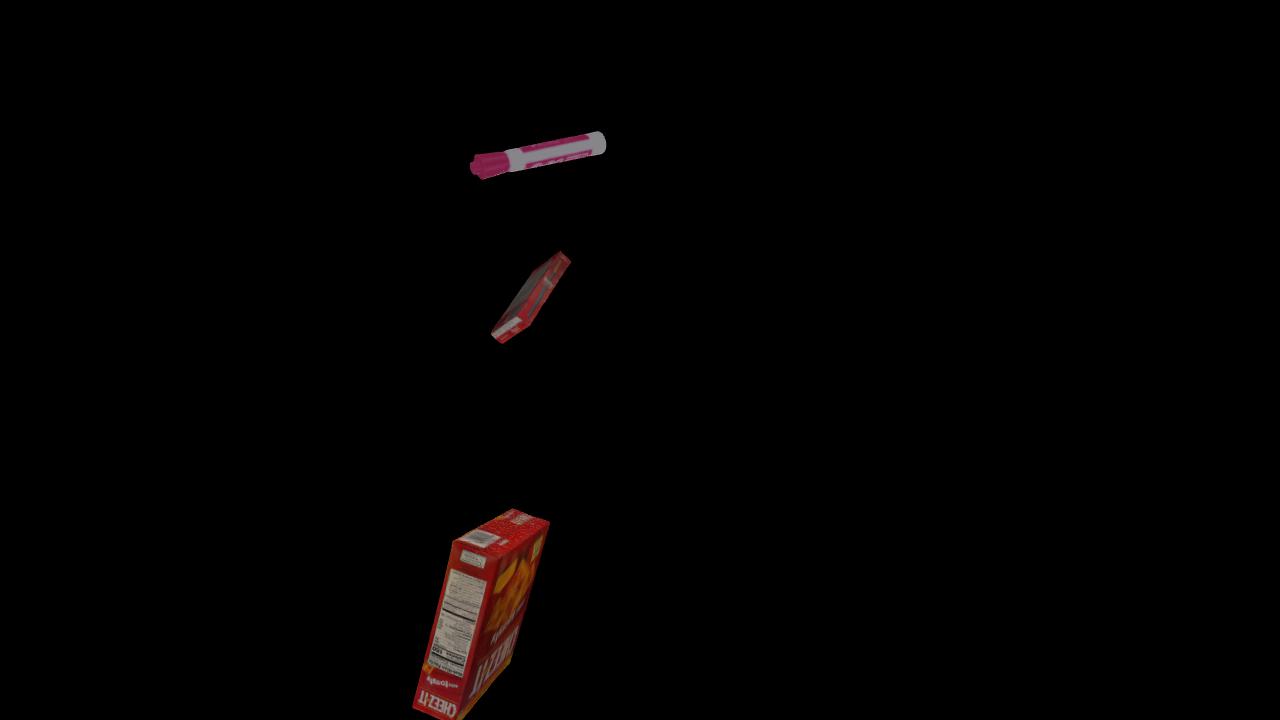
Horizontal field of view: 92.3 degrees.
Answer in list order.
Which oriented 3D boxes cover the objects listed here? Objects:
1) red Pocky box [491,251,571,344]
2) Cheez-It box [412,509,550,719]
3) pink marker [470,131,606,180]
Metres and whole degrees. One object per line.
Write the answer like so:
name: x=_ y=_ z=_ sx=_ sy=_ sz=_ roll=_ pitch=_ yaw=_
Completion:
red Pocky box: x=-0.166 y=-0.098 z=0.949 sx=0.028 sy=0.155 sz=0.083 roll=42 pitch=-41 yaw=-21
Cheez-It box: x=-0.204 y=0.326 z=0.811 sx=0.071 sy=0.223 sz=0.166 roll=17 pitch=4 yaw=13
pink marker: x=-0.081 y=-0.166 z=0.499 sx=0.121 sy=0.020 sz=0.020 roll=-24 pitch=13 yaw=-32
